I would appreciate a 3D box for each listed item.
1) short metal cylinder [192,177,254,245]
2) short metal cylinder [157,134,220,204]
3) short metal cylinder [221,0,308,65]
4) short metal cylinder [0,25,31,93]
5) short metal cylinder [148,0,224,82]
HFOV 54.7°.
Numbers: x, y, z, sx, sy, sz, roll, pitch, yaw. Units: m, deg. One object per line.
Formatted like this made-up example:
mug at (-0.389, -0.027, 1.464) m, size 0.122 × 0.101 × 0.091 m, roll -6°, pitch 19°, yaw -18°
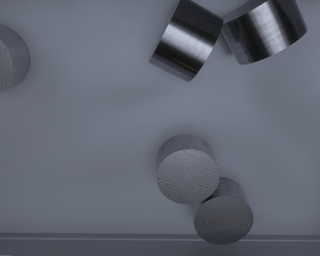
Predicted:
short metal cylinder at (0.086, 0.117, 0.442) m, size 0.081 × 0.050 × 0.079 m, roll 0°, pitch 110°, yaw 0°
short metal cylinder at (0.036, 0.055, 0.418) m, size 0.081 × 0.050 × 0.079 m, roll 0°, pitch 110°, yaw 0°
short metal cylinder at (0.112, -0.113, 0.341) m, size 0.080 × 0.080 × 0.050 m, roll -30°, pitch 108°, yaw 10°
short metal cylinder at (-0.204, -0.081, 0.366) m, size 0.081 × 0.050 × 0.079 m, roll 0°, pitch 110°, yaw 0°
short metal cylinder at (0.027, -0.098, 0.346) m, size 0.050 × 0.080 × 0.080 m, roll 26°, pitch 108°, yaw -9°
